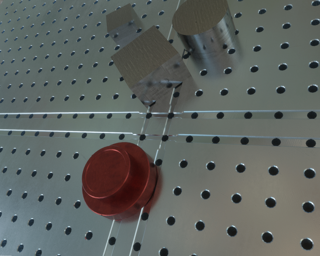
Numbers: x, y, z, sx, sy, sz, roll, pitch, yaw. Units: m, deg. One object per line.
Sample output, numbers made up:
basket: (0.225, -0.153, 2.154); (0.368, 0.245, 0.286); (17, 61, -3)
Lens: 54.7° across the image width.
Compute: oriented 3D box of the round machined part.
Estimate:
round machined part: (-0.058, 0.061, 0.389); (0.098, 0.042, 0.098); (-13, 56, 20)

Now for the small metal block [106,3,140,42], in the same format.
small metal block: (-0.068, -0.190, 0.559); (0.050, 0.025, 0.050); (-21, 54, 15)

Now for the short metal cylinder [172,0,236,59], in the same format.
short metal cylinder: (0.064, -0.147, 0.448); (0.080, 0.050, 0.080); (-13, 56, 20)

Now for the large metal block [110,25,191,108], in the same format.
large metal block: (-0.014, -0.091, 0.454); (0.080, 0.050, 0.080); (-35, 51, 4)
